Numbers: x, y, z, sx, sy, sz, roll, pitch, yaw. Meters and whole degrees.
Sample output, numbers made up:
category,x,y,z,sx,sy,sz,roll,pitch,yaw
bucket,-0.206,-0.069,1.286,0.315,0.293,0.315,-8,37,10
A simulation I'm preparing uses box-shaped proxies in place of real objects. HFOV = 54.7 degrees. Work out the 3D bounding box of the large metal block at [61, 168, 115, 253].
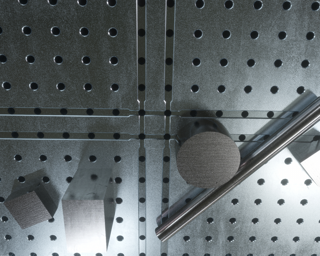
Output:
category,x,y,z,sx,sy,sz,roll,pitch,yaw
large metal block,-0.094,0.110,0.423,0.050,0.080,0.079,0,110,-1

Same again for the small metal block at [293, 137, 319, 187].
category,x,y,z,sx,sy,sz,roll,pitch,yaw
small metal block,0.226,0.046,0.434,0.050,0.025,0.050,-38,106,12

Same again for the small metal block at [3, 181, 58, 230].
category,x,y,z,sx,sy,sz,roll,pitch,yaw
small metal block,-0.188,0.113,0.453,0.050,0.025,0.050,-22,109,7

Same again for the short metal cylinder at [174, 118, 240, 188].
category,x,y,z,sx,sy,sz,roll,pitch,yaw
short metal cylinder,0.061,0.033,0.413,0.081,0.050,0.079,0,110,-1

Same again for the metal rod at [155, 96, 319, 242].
category,x,y,z,sx,sy,sz,roll,pitch,yaw
metal rod,0.109,0.066,0.439,0.299,0.025,0.025,-42,105,13
